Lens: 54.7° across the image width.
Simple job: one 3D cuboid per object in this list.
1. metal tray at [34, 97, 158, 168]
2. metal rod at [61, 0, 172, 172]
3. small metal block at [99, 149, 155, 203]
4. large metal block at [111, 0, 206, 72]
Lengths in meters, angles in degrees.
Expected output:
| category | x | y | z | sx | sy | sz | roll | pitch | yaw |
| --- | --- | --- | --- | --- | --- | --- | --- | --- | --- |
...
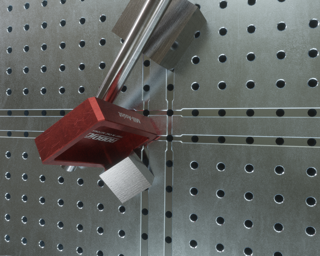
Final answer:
| category | x | y | z | sx | sy | sz | roll | pitch | yaw |
| --- | --- | --- | --- | --- | --- | --- | --- | --- | --- |
| metal tray | -0.071 | 0.012 | 0.380 | 0.090 | 0.130 | 0.030 | -34 | 69 | 17 |
| metal rod | -0.061 | -0.054 | 0.395 | 0.025 | 0.025 | 0.298 | 42 | 118 | 15 |
| small metal block | -0.044 | 0.065 | 0.419 | 0.050 | 0.025 | 0.050 | -34 | 101 | 17 |
| large metal block | -0.001 | -0.132 | 0.399 | 0.080 | 0.050 | 0.080 | 38 | 102 | 16 |
